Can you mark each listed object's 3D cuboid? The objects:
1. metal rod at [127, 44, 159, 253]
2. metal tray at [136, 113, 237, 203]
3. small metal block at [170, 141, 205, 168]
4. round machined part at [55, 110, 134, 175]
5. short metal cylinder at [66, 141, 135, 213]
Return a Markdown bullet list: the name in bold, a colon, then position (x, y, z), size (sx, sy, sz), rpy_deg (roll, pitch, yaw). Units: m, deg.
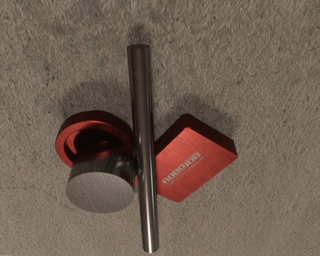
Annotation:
- **metal rod**: position (-0.018, 0.045, 0.400), size (0.025, 0.025, 0.298), rpy_deg (-2, 117, 1)
- **metal tray**: position (0.031, 0.048, 0.436), size (0.090, 0.030, 0.129), rpy_deg (29, 125, -22)
- **small metal block**: position (0.036, 0.035, 0.438), size (0.050, 0.025, 0.050), rpy_deg (-24, 127, 18)
- **round machined part**: position (-0.083, 0.015, 0.408), size (0.099, 0.042, 0.097), rpy_deg (-1, 131, 0)
- **short metal cylinder**: position (-0.071, 0.063, 0.388), size (0.081, 0.050, 0.079), rpy_deg (-1, 131, -1)
